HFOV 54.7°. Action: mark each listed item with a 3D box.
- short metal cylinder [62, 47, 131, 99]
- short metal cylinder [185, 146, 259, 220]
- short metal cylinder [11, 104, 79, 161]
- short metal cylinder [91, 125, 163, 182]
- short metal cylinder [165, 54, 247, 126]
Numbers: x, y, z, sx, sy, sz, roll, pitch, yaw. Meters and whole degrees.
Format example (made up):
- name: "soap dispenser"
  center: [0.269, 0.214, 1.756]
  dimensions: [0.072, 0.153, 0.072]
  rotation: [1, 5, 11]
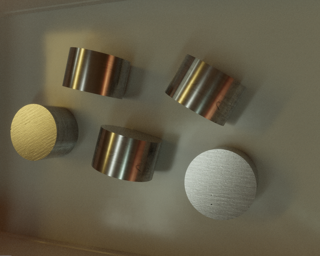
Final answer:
- name: "short metal cylinder"
  center: [-0.083, -0.071, 0.411]
  dimensions: [0.080, 0.080, 0.050]
  rotation: [15, 95, 19]
- name: "short metal cylinder"
  center: [0.075, 0.063, 0.371]
  dimensions: [0.080, 0.050, 0.080]
  rotation: [0, 90, 20]
- name: "short metal cylinder"
  center: [-0.169, 0.006, 0.457]
  dimensions: [0.080, 0.050, 0.080]
  rotation: [0, 90, 20]
- name: "short metal cylinder"
  center: [-0.042, 0.031, 0.396]
  dimensions: [0.080, 0.080, 0.050]
  rotation: [17, 96, 19]
- name: "short metal cylinder"
  center: [0.053, -0.044, 0.362]
  dimensions: [0.080, 0.080, 0.050]
  rotation: [33, 101, 17]
